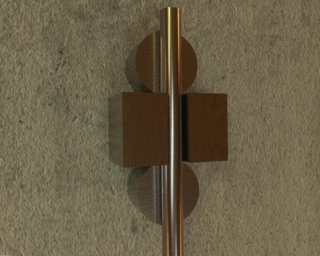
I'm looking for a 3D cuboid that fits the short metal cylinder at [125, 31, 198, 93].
[{"bbox_3d":[0.001,-0.078,0.397,0.081,0.050,0.080,0,90,-20],"label":"short metal cylinder"}]

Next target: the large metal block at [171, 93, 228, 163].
[{"bbox_3d":[0.043,-0.001,0.397,0.050,0.080,0.080,-1,90,-20],"label":"large metal block"}]

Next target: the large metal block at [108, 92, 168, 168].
[{"bbox_3d":[-0.029,0.001,0.370,0.050,0.080,0.080,-1,90,-20],"label":"large metal block"}]

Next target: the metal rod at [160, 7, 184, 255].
[{"bbox_3d":[0.014,0.013,0.362,0.025,0.025,0.298,-1,90,-20],"label":"metal rod"}]

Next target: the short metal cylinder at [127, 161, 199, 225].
[{"bbox_3d":[0.003,0.078,0.399,0.081,0.050,0.080,0,90,-20],"label":"short metal cylinder"}]
